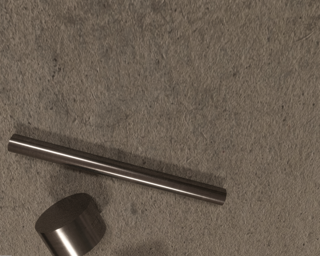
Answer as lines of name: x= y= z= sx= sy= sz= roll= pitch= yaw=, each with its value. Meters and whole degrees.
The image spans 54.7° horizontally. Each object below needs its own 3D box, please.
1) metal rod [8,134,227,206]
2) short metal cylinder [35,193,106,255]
metal rod: x=-0.053 y=0.060 z=0.431 sx=0.302 sy=0.025 sz=0.025 roll=16 pitch=109 yaw=-6
short metal cylinder: x=-0.122 y=0.135 z=0.429 sx=0.080 sy=0.080 sz=0.050 roll=-20 pitch=109 yaw=7
